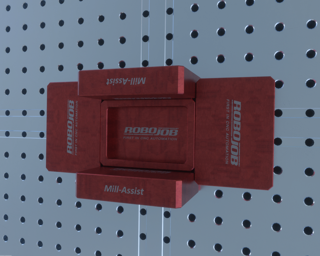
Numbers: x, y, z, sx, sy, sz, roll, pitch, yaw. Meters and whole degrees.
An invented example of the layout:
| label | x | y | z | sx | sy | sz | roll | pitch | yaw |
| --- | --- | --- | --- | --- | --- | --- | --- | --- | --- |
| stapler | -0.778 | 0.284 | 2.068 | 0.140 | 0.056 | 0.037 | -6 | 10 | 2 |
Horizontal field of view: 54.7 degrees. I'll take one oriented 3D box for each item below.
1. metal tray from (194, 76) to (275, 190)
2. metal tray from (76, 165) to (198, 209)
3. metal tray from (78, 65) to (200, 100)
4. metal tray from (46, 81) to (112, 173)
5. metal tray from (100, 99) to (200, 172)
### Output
| label | x | y | z | sx | sy | sz | roll | pitch | yaw |
| --- | --- | --- | --- | --- | --- | --- | --- | --- | --- |
| metal tray | 0.090 | 0.005 | 0.376 | 0.090 | 0.030 | 0.129 | 1 | 90 | 18 |
| metal tray | -0.025 | 0.068 | 0.384 | 0.130 | 0.090 | 0.030 | 1 | 91 | 19 |
| metal tray | -0.023 | -0.052 | 0.385 | 0.130 | 0.090 | 0.030 | 1 | 91 | 19 |
| metal tray | -0.118 | -0.001 | 0.450 | 0.090 | 0.030 | 0.129 | 1 | 90 | 19 |
| metal tray | -0.014 | 0.008 | 0.412 | 0.130 | 0.030 | 0.089 | 1 | 90 | 19 |
